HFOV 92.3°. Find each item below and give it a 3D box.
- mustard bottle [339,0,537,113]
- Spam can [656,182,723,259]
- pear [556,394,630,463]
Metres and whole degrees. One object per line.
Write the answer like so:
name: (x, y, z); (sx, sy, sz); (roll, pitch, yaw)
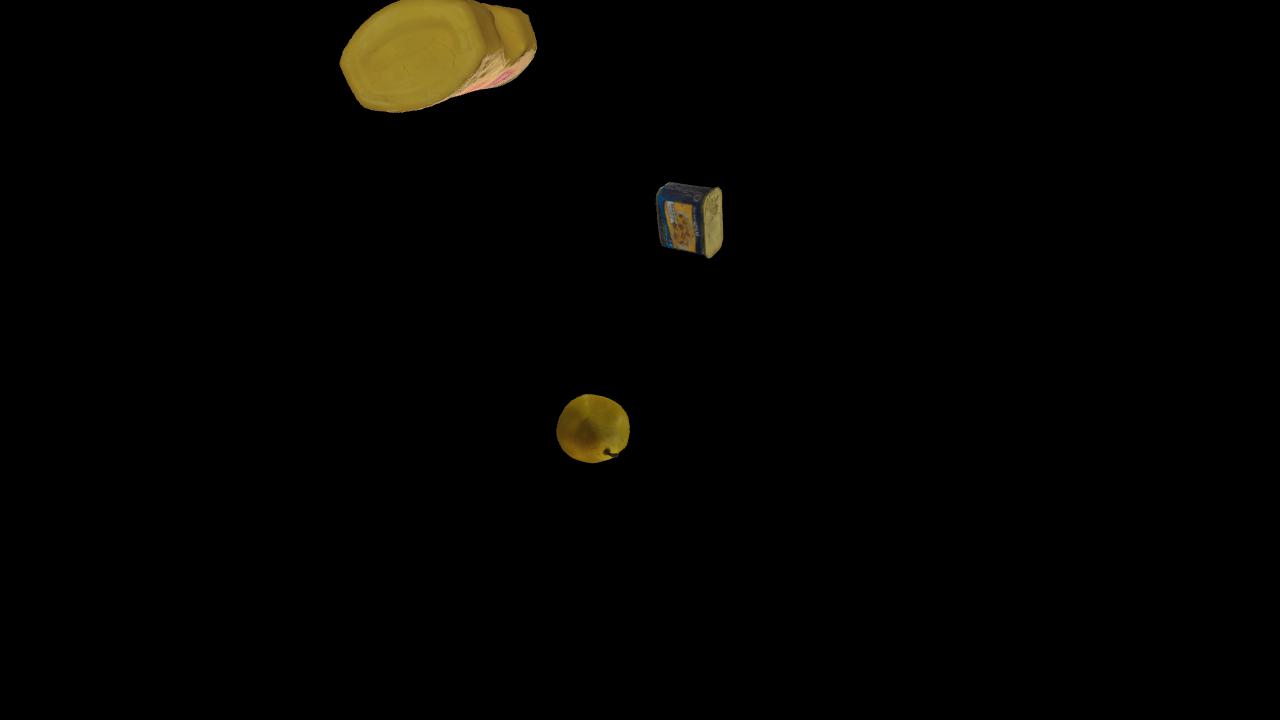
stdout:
mustard bottle: (-0.118, -0.212, 0.422); (0.092, 0.054, 0.184); (-21, 23, 18)
Spam can: (0.075, -0.212, 0.927); (0.085, 0.101, 0.058); (17, 43, 30)
pear: (-0.048, 0.082, 0.646); (0.080, 0.080, 0.111); (0, 16, -6)
